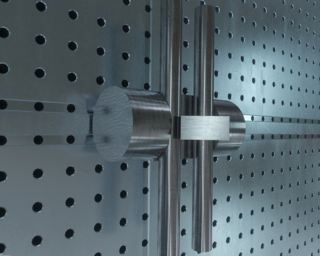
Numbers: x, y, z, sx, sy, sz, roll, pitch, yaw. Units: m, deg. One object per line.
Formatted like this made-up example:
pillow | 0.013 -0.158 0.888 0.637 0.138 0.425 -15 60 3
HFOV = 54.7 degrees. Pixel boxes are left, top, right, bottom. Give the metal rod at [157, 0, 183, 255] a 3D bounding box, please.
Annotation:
metal rod | 0.011 0.002 0.350 0.025 0.025 0.298 1 89 -40

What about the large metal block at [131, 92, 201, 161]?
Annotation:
large metal block | 0.008 -0.002 0.395 0.081 0.050 0.079 1 90 -40

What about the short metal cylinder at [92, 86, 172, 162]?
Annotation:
short metal cylinder | -0.033 -0.004 0.342 0.050 0.080 0.079 2 89 -40

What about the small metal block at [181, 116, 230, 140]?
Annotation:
small metal block | 0.049 0.000 0.348 0.050 0.050 0.025 1 90 4

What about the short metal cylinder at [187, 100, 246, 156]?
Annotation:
short metal cylinder | 0.069 0.000 0.426 0.050 0.080 0.079 1 90 -39

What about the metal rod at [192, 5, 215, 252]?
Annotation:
metal rod | 0.054 0.000 0.385 0.025 0.025 0.298 1 89 -40
